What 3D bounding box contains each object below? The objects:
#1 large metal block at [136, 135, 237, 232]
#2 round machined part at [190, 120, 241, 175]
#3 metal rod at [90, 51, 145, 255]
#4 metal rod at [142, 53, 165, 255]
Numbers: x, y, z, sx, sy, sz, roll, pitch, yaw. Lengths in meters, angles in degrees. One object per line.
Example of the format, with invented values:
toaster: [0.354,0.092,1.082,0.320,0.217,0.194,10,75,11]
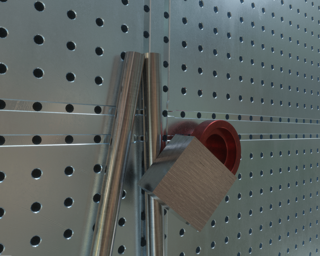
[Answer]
large metal block: [0.033,0.065,0.381,0.080,0.050,0.080,44,74,-19]
round machined part: [0.075,0.037,0.464,0.099,0.042,0.097,0,90,-40]
metal rod: [-0.053,0.056,0.365,0.025,0.025,0.298,15,81,-39]
metal rod: [-0.008,0.054,0.404,0.025,0.025,0.298,-2,92,-40]
